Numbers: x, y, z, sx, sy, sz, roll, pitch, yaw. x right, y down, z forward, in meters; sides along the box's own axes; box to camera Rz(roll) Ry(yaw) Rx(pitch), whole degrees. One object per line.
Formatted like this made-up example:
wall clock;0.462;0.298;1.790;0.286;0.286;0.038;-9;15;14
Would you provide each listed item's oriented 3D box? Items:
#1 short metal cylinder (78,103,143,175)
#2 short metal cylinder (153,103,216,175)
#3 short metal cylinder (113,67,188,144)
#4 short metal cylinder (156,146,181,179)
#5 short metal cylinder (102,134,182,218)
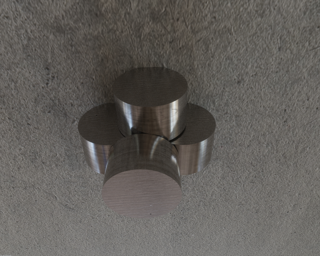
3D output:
short metal cylinder;-0.056;0.012;0.382;0.081;0.080;0.050;-1;130;0
short metal cylinder;0.026;0.012;0.383;0.081;0.080;0.050;0;130;0
short metal cylinder;-0.010;-0.027;0.349;0.081;0.080;0.050;-1;130;0
short metal cylinder;-0.011;0.050;0.415;0.081;0.080;0.050;0;130;-1
short metal cylinder;-0.018;0.052;0.331;0.081;0.050;0.079;0;130;0
